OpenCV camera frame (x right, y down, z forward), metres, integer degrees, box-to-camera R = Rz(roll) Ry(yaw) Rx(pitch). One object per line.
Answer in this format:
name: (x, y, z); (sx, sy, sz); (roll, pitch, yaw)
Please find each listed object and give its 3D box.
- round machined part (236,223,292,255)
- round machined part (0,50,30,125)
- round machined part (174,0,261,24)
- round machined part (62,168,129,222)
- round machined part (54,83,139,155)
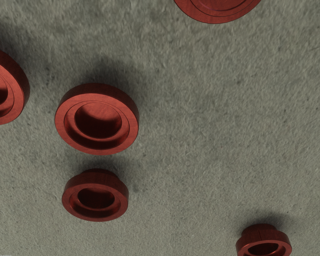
round machined part: (0.192, 0.217, 0.584); (0.099, 0.042, 0.097); (-1, 130, 0)
round machined part: (-0.197, -0.053, 0.348); (0.099, 0.042, 0.097); (-1, 130, 0)
round machined part: (0.055, -0.140, 0.277); (0.099, 0.042, 0.097); (-1, 130, 0)
round machined part: (-0.097, 0.100, 0.480); (0.099, 0.042, 0.097); (-1, 130, 0)
round machined part: (-0.075, -0.015, 0.382); (0.099, 0.042, 0.097); (-1, 130, 0)
